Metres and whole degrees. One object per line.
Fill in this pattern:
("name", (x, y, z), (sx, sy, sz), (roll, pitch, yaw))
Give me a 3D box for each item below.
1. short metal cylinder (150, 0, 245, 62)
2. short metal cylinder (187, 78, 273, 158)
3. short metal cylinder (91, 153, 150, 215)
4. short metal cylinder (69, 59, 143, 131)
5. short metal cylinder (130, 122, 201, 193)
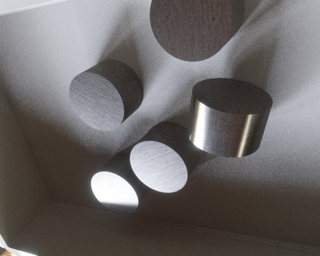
("short metal cylinder", (0.037, -0.111, 0.304), (0.080, 0.050, 0.079), (13, 124, 21))
("short metal cylinder", (0.071, -0.013, 0.327), (0.080, 0.080, 0.050), (17, 125, 18))
("short metal cylinder", (-0.057, 0.085, 0.475), (0.080, 0.050, 0.079), (13, 124, 21))
("short metal cylinder", (-0.069, -0.043, 0.402), (0.080, 0.050, 0.079), (13, 124, 21))
("short metal cylinder", (0.008, 0.039, 0.412), (0.080, 0.050, 0.079), (13, 124, 21))
